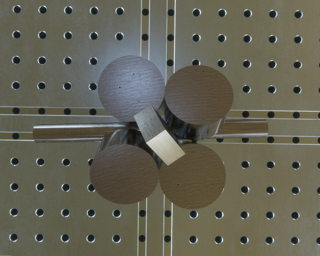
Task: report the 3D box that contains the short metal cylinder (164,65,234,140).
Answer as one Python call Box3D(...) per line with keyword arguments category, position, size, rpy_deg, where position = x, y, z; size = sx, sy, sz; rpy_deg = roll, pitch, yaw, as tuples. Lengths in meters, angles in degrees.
Box3D(category="short metal cylinder", position=(0.046, -0.030, 0.384), size=(0.081, 0.050, 0.080), rpy_deg=(0, 67, 0))

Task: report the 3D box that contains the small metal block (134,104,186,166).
Box3D(category="small metal block", position=(-0.001, 0.008, 0.362), size=(0.025, 0.050, 0.050), rpy_deg=(-35, 132, 6))

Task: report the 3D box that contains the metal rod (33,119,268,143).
Box3D(category="metal rod", position=(-0.012, 0.004, 0.409), size=(0.302, 0.025, 0.025), rpy_deg=(-1, 90, 0))

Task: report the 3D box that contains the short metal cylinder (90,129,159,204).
Box3D(category="short metal cylinder", position=(-0.042, 0.047, 0.385), size=(0.081, 0.050, 0.079), rpy_deg=(0, 110, -1))

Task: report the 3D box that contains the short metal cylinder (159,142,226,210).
Box3D(category="short metal cylinder", position=(0.039, 0.058, 0.397), size=(0.081, 0.050, 0.079), rpy_deg=(0, 90, 0))

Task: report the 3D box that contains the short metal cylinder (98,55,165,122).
Box3D(category="short metal cylinder", position=(-0.034, -0.048, 0.397), size=(0.081, 0.050, 0.079), rpy_deg=(0, 90, 0))
